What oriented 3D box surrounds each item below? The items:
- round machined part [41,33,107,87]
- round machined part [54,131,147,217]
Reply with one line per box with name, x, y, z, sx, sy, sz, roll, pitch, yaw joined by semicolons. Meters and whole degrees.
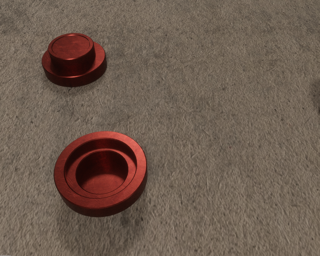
round machined part;-0.135;-0.112;0.485;0.099;0.042;0.098;0;50;0
round machined part;-0.063;0.054;0.346;0.099;0.042;0.098;0;50;0
